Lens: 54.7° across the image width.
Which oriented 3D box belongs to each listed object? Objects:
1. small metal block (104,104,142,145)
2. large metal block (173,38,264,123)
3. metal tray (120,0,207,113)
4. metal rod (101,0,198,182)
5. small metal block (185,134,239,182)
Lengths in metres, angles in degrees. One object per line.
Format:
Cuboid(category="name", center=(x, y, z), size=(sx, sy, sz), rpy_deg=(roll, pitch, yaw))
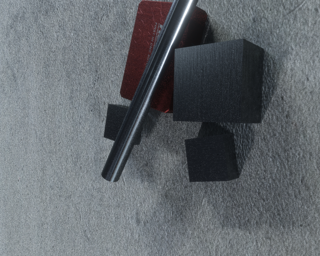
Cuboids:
Cuboid(category="small metal block", center=(-0.052, -0.006, 0.446), size=(0.050, 0.025, 0.050), rpy_deg=(15, 100, 38))
Cuboid(category="large metal block", center=(0.062, -0.046, 0.336), size=(0.080, 0.050, 0.079), rpy_deg=(3, 92, 39))
Cuboid(category="metal tray", center=(0.001, -0.092, 0.399), size=(0.090, 0.030, 0.129), rpy_deg=(22, 104, 37))
Cuboid(category="metal rod", center=(-0.008, -0.062, 0.369), size=(0.025, 0.025, 0.298), rpy_deg=(38, 113, 33))
Cuboid(category="small metal block", center=(0.059, 0.035, 0.355), size=(0.050, 0.025, 0.050), rpy_deg=(-10, 84, 39))
